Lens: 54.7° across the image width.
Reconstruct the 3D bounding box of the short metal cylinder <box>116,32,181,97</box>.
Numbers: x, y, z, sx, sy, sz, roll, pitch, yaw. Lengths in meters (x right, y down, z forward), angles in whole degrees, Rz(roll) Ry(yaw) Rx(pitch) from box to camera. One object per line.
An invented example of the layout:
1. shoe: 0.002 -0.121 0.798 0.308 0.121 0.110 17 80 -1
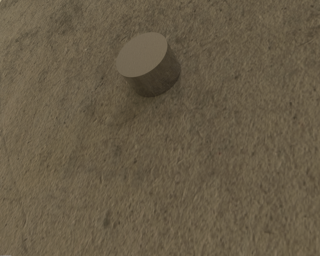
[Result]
1. short metal cylinder: -0.016 -0.092 0.451 0.080 0.050 0.080 -13 56 20
